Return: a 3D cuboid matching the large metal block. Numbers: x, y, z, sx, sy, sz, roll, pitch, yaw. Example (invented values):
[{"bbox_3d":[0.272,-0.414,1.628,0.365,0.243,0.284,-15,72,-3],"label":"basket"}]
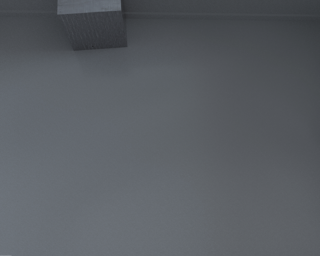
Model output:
[{"bbox_3d":[-0.091,-0.156,0.437,0.081,0.080,0.050,-5,70,-2],"label":"large metal block"}]
